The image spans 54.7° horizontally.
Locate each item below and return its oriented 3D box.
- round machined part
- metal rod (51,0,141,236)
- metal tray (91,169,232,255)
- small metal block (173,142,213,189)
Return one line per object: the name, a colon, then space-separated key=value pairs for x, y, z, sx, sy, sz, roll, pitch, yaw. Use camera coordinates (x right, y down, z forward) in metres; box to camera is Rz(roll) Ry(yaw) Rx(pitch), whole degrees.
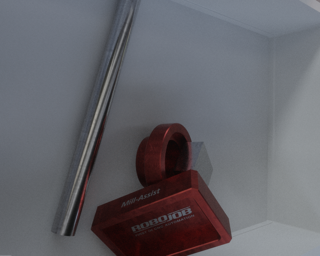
round machined part: x=0.005 y=0.043 z=0.388 sx=0.098 sy=0.042 sz=0.097 roll=11 pitch=78 yaw=-61
metal rod: x=-0.066 y=-0.033 z=0.352 sx=0.025 sy=0.025 sz=0.299 roll=23 pitch=76 yaw=-38
metal tray: x=0.002 y=0.108 z=0.347 sx=0.090 sy=0.130 sz=0.030 roll=56 pitch=19 yaw=-26
small metal block: x=0.043 y=0.052 z=0.387 sx=0.050 sy=0.025 sz=0.050 roll=-62 pitch=139 yaw=-44
